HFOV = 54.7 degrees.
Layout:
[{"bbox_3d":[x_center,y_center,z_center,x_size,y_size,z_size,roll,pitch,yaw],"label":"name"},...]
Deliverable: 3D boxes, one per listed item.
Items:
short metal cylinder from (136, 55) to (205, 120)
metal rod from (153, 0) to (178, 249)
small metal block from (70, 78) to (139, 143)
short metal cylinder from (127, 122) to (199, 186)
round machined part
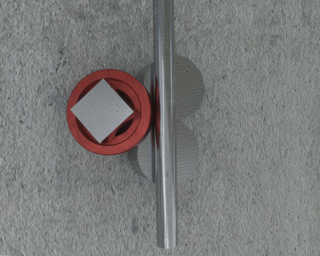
[{"bbox_3d":[0.010,-0.050,0.401,0.081,0.050,0.079,0,90,-20],"label":"short metal cylinder"},{"bbox_3d":[0.006,-0.014,0.360,0.025,0.025,0.298,-1,90,-20],"label":"metal rod"},{"bbox_3d":[-0.061,-0.018,0.345,0.050,0.025,0.050,-43,82,4],"label":"small metal block"},{"bbox_3d":[0.003,0.030,0.398,0.081,0.050,0.080,0,89,-20],"label":"short metal cylinder"},{"bbox_3d":[-0.055,-0.017,0.367,0.098,0.042,0.097,0,88,9],"label":"round machined part"}]
